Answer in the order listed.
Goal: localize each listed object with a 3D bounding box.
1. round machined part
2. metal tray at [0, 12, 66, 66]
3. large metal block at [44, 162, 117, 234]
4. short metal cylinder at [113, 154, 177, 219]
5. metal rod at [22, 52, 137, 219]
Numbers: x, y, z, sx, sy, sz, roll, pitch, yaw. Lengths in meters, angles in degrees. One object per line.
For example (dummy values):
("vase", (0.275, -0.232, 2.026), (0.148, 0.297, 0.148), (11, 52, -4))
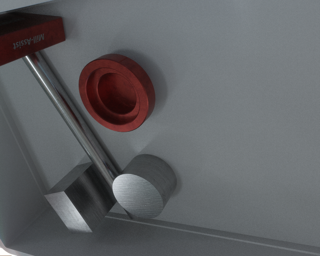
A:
("round machined part", (-0.050, -0.047, 0.393), (0.098, 0.042, 0.097), (13, 124, 20))
("metal tray", (-0.191, -0.109, 0.372), (0.090, 0.131, 0.030), (13, 124, 21))
("large metal block", (-0.124, 0.112, 0.506), (0.050, 0.080, 0.080), (-17, 110, 34))
("short metal cylinder", (-0.022, 0.085, 0.455), (0.080, 0.050, 0.079), (13, 124, 20))
("metal rod", (-0.112, 0.019, 0.476), (0.025, 0.025, 0.299), (-19, 109, 35))
